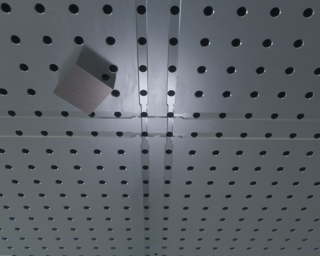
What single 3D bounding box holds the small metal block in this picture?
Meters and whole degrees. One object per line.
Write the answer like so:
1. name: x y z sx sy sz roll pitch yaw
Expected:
1. small metal block: -0.089 -0.050 0.368 0.050 0.025 0.050 34 122 -26
